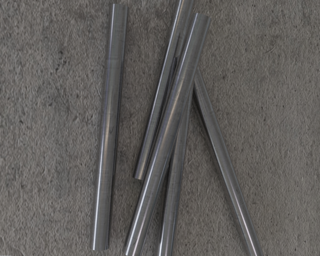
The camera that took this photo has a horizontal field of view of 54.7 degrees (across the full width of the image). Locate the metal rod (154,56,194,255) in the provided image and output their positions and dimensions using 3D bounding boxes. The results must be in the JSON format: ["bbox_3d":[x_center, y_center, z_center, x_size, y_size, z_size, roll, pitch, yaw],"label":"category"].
[{"bbox_3d":[0.018,0.057,0.404,0.025,0.025,0.298,6,92,-20],"label":"metal rod"}]

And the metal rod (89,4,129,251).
[{"bbox_3d":[-0.063,-0.002,0.385,0.025,0.025,0.298,5,88,-20],"label":"metal rod"}]

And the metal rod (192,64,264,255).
[{"bbox_3d":[0.090,0.050,0.442,0.025,0.025,0.299,-23,98,-19],"label":"metal rod"}]

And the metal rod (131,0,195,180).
[{"bbox_3d":[0.011,-0.079,0.412,0.025,0.025,0.299,16,85,-19],"label":"metal rod"}]

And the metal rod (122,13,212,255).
[{"bbox_3d":[0.007,0.011,0.376,0.025,0.025,0.298,16,93,-20],"label":"metal rod"}]
